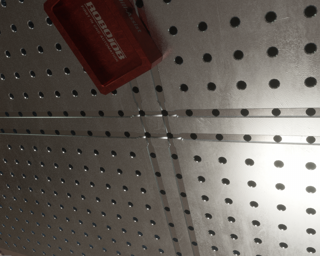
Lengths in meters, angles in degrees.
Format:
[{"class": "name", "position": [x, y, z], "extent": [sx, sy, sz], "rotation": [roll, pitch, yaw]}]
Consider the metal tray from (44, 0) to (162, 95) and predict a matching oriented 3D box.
[{"class": "metal tray", "position": [-0.069, -0.114, 0.371], "extent": [0.090, 0.030, 0.130], "rotation": [-23, 107, 36]}]
